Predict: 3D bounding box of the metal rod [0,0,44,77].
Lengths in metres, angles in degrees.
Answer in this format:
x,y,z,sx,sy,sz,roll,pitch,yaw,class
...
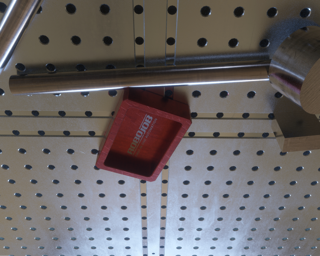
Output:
x,y,z,sx,sy,sz,roll,pitch,yaw,class
-0.103,-0.150,0.282,0.025,0.025,0.299,32,123,-25,metal rod

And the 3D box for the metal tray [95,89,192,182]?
x,y,z,sx,sy,sz,roll,pitch,yaw,class
-0.025,0.014,0.419,0.091,0.030,0.129,18,128,-15,metal tray

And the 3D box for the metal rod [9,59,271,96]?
x,y,z,sx,sy,sz,roll,pitch,yaw,class
-0.021,-0.059,0.361,0.302,0.025,0.025,-3,130,2,metal rod

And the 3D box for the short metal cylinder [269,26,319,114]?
x,y,z,sx,sy,sz,roll,pitch,yaw,class
0.166,-0.062,0.329,0.081,0.050,0.079,-13,128,-16,short metal cylinder

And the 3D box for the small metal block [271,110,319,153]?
x,y,z,sx,sy,sz,roll,pitch,yaw,class
0.178,0.003,0.401,0.050,0.050,0.025,-6,130,4,small metal block
